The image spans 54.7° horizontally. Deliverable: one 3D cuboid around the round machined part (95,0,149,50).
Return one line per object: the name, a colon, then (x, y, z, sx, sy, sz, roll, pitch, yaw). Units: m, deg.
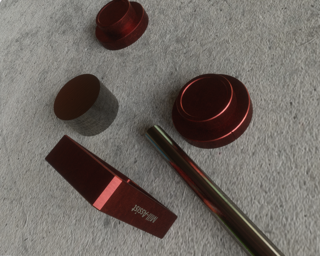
round machined part: (-0.073, -0.188, 0.545, 0.098, 0.042, 0.098, -13, 56, 20)

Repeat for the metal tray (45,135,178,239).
metal tray: (-0.045, 0.064, 0.320, 0.090, 0.130, 0.030, 30, 79, 37)

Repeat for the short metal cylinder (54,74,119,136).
short metal cylinder: (-0.110, -0.034, 0.464, 0.080, 0.050, 0.080, -13, 56, 20)

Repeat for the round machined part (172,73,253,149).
round machined part: (0.059, -0.027, 0.378, 0.098, 0.042, 0.098, -13, 56, 20)

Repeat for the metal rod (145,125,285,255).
metal rod: (0.073, 0.091, 0.309, 0.025, 0.025, 0.300, -43, 51, -1)
